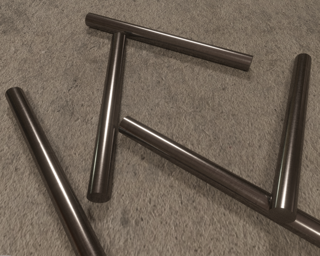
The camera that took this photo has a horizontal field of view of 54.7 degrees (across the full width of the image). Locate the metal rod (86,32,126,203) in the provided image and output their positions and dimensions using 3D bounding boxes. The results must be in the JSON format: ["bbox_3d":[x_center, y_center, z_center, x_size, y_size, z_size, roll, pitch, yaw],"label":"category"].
[{"bbox_3d":[-0.069,-0.038,0.434,0.025,0.025,0.300,0,50,-1],"label":"metal rod"}]

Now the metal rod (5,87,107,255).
[{"bbox_3d":[-0.127,0.049,0.360,0.025,0.025,0.300,-26,55,-20],"label":"metal rod"}]

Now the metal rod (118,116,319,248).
[{"bbox_3d":[0.077,0.062,0.352,0.300,0.025,0.025,28,55,21],"label":"metal rod"}]

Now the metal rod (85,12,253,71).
[{"bbox_3d":[0.007,-0.151,0.529,0.301,0.025,0.025,20,53,15],"label":"metal rod"}]

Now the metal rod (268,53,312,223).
[{"bbox_3d":[0.174,-0.013,0.397,0.025,0.025,0.301,18,47,14],"label":"metal rod"}]
